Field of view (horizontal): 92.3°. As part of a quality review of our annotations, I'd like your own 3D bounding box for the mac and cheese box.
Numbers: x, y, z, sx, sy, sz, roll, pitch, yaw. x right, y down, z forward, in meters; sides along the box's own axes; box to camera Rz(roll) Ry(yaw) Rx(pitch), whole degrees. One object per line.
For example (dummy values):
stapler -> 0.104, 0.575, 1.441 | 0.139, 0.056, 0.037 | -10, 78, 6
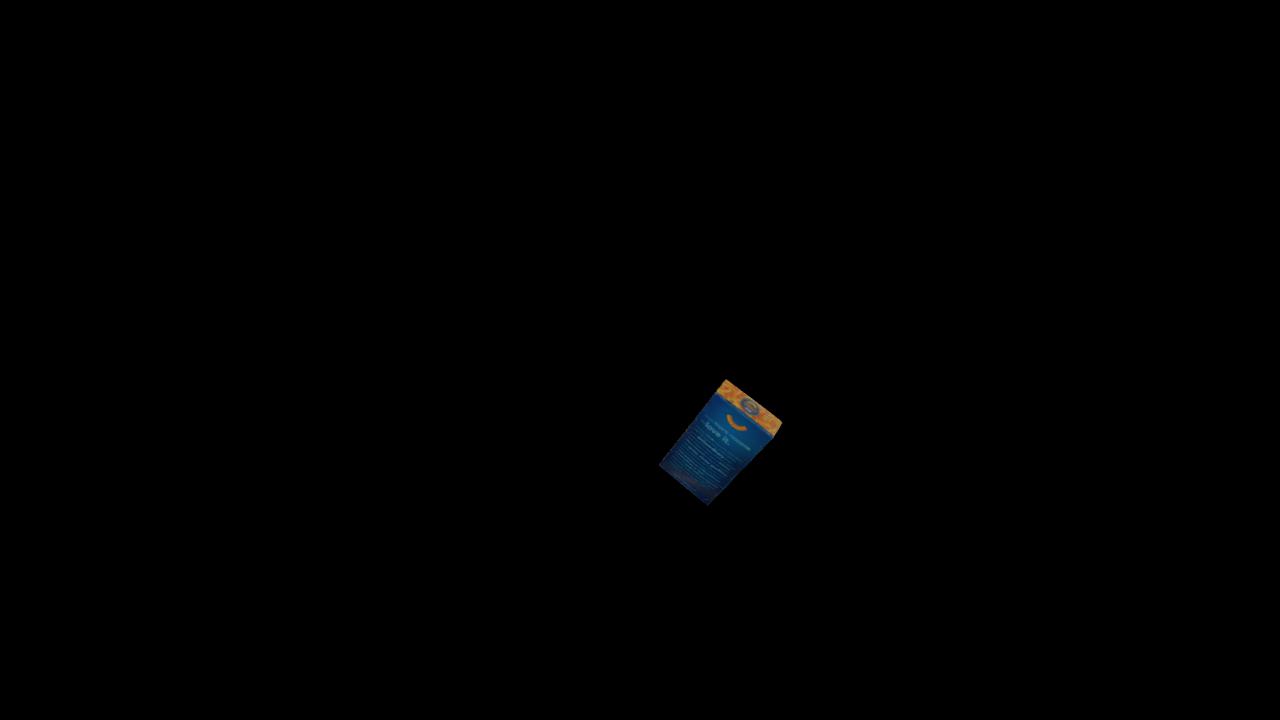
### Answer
mac and cheese box -> 0.103, 0.116, 0.831 | 0.041, 0.093, 0.184 | -43, -11, -45
